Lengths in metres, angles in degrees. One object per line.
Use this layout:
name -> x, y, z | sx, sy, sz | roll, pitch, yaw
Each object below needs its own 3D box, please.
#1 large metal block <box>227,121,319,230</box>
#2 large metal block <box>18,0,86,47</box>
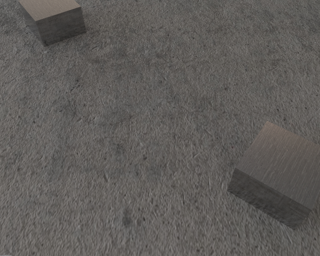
large metal block -> 0.134, 0.050, 0.345 | 0.080, 0.050, 0.080 | 29, 56, 22
large metal block -> -0.191, -0.198, 0.552 | 0.081, 0.050, 0.080 | -29, 56, -22
